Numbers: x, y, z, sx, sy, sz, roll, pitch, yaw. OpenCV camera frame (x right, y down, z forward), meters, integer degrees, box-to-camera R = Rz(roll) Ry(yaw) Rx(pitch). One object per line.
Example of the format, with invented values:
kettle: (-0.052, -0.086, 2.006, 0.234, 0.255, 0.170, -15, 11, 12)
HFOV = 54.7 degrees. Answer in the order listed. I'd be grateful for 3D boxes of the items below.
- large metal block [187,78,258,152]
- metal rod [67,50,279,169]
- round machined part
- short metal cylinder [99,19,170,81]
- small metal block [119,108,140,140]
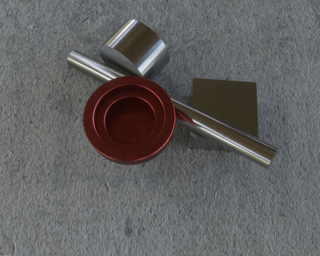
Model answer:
large metal block: (0.079, -0.015, 0.403, 0.081, 0.050, 0.080, 4, 70, 1)
metal rod: (-0.003, -0.034, 0.382, 0.300, 0.025, 0.025, 29, 72, 24)
round machined part: (-0.033, -0.006, 0.350, 0.099, 0.042, 0.098, 0, 71, -1)
short metal cylinder: (-0.034, -0.097, 0.415, 0.080, 0.080, 0.050, 36, 74, 12)
small metal block: (-0.037, -0.002, 0.397, 0.025, 0.050, 0.050, -2, 70, -1)
